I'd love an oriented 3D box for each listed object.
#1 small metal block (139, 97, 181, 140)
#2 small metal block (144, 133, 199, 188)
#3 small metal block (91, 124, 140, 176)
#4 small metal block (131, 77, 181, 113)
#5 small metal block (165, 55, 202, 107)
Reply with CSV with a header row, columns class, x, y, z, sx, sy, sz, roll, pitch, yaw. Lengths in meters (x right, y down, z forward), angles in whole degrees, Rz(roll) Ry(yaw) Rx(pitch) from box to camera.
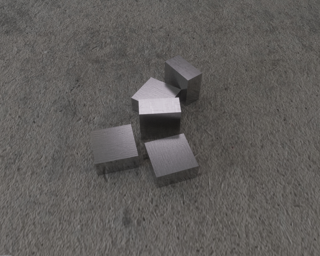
class,x,y,z,sx,sy,sz,roll,pitch,yaw
small metal block,-0.001,-0.011,0.396,0.050,0.050,0.025,-3,50,-3
small metal block,0.013,0.038,0.371,0.050,0.025,0.050,-13,51,-11
small metal block,-0.055,0.026,0.381,0.050,0.025,0.050,-10,51,-9
small metal block,-0.005,-0.039,0.436,0.050,0.025,0.050,25,54,19
small metal block,0.032,-0.068,0.444,0.025,0.050,0.050,-30,56,-23
